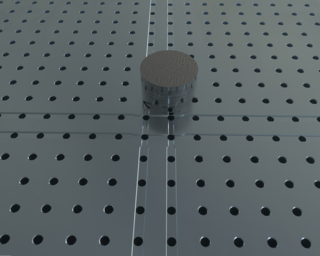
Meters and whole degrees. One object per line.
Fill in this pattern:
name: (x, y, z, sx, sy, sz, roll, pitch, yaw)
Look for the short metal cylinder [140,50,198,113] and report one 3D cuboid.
short metal cylinder: (0.013, -0.068, 0.449, 0.080, 0.050, 0.080, 0, 50, 0)
